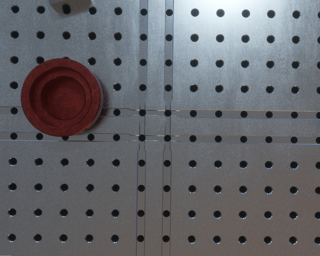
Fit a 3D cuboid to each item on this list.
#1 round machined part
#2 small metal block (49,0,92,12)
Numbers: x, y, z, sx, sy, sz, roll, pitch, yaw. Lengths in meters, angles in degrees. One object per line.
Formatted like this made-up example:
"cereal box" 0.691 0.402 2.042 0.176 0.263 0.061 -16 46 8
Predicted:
"round machined part" -0.123 -0.038 0.403 0.099 0.042 0.097 0 90 -1
"small metal block" -0.125 -0.190 0.412 0.050 0.025 0.050 -16 90 -1
